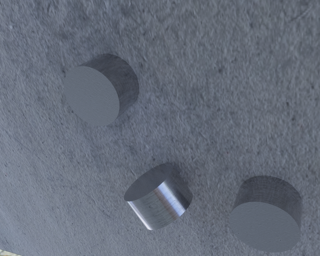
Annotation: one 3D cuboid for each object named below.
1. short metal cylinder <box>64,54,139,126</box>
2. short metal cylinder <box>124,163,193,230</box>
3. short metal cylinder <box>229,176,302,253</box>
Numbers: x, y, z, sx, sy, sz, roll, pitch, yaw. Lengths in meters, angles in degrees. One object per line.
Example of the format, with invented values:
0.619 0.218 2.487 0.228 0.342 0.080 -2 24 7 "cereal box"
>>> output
-0.074 -0.049 0.398 0.080 0.050 0.079 13 124 20 "short metal cylinder"
-0.002 0.093 0.429 0.080 0.080 0.050 -25 105 36 "short metal cylinder"
0.133 0.107 0.386 0.080 0.050 0.079 13 124 20 "short metal cylinder"
